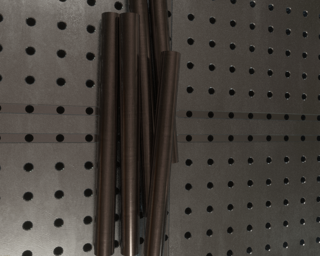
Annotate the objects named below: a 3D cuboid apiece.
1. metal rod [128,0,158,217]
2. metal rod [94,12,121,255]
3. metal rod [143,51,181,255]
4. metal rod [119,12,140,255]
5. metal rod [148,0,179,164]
[{"bbox_3d":[-0.020,-0.034,0.406,0.025,0.025,0.298,-4,92,-20],"label":"metal rod"},{"bbox_3d":[-0.065,0.007,0.389,0.025,0.025,0.298,2,89,-20],"label":"metal rod"},{"bbox_3d":[0.001,0.054,0.386,0.025,0.025,0.298,6,88,-20],"label":"metal rod"},{"bbox_3d":[-0.038,0.011,0.389,0.025,0.025,0.298,-1,94,-20],"label":"metal rod"},{"bbox_3d":[0.002,-0.102,0.414,0.025,0.025,0.298,-5,92,-20],"label":"metal rod"}]
